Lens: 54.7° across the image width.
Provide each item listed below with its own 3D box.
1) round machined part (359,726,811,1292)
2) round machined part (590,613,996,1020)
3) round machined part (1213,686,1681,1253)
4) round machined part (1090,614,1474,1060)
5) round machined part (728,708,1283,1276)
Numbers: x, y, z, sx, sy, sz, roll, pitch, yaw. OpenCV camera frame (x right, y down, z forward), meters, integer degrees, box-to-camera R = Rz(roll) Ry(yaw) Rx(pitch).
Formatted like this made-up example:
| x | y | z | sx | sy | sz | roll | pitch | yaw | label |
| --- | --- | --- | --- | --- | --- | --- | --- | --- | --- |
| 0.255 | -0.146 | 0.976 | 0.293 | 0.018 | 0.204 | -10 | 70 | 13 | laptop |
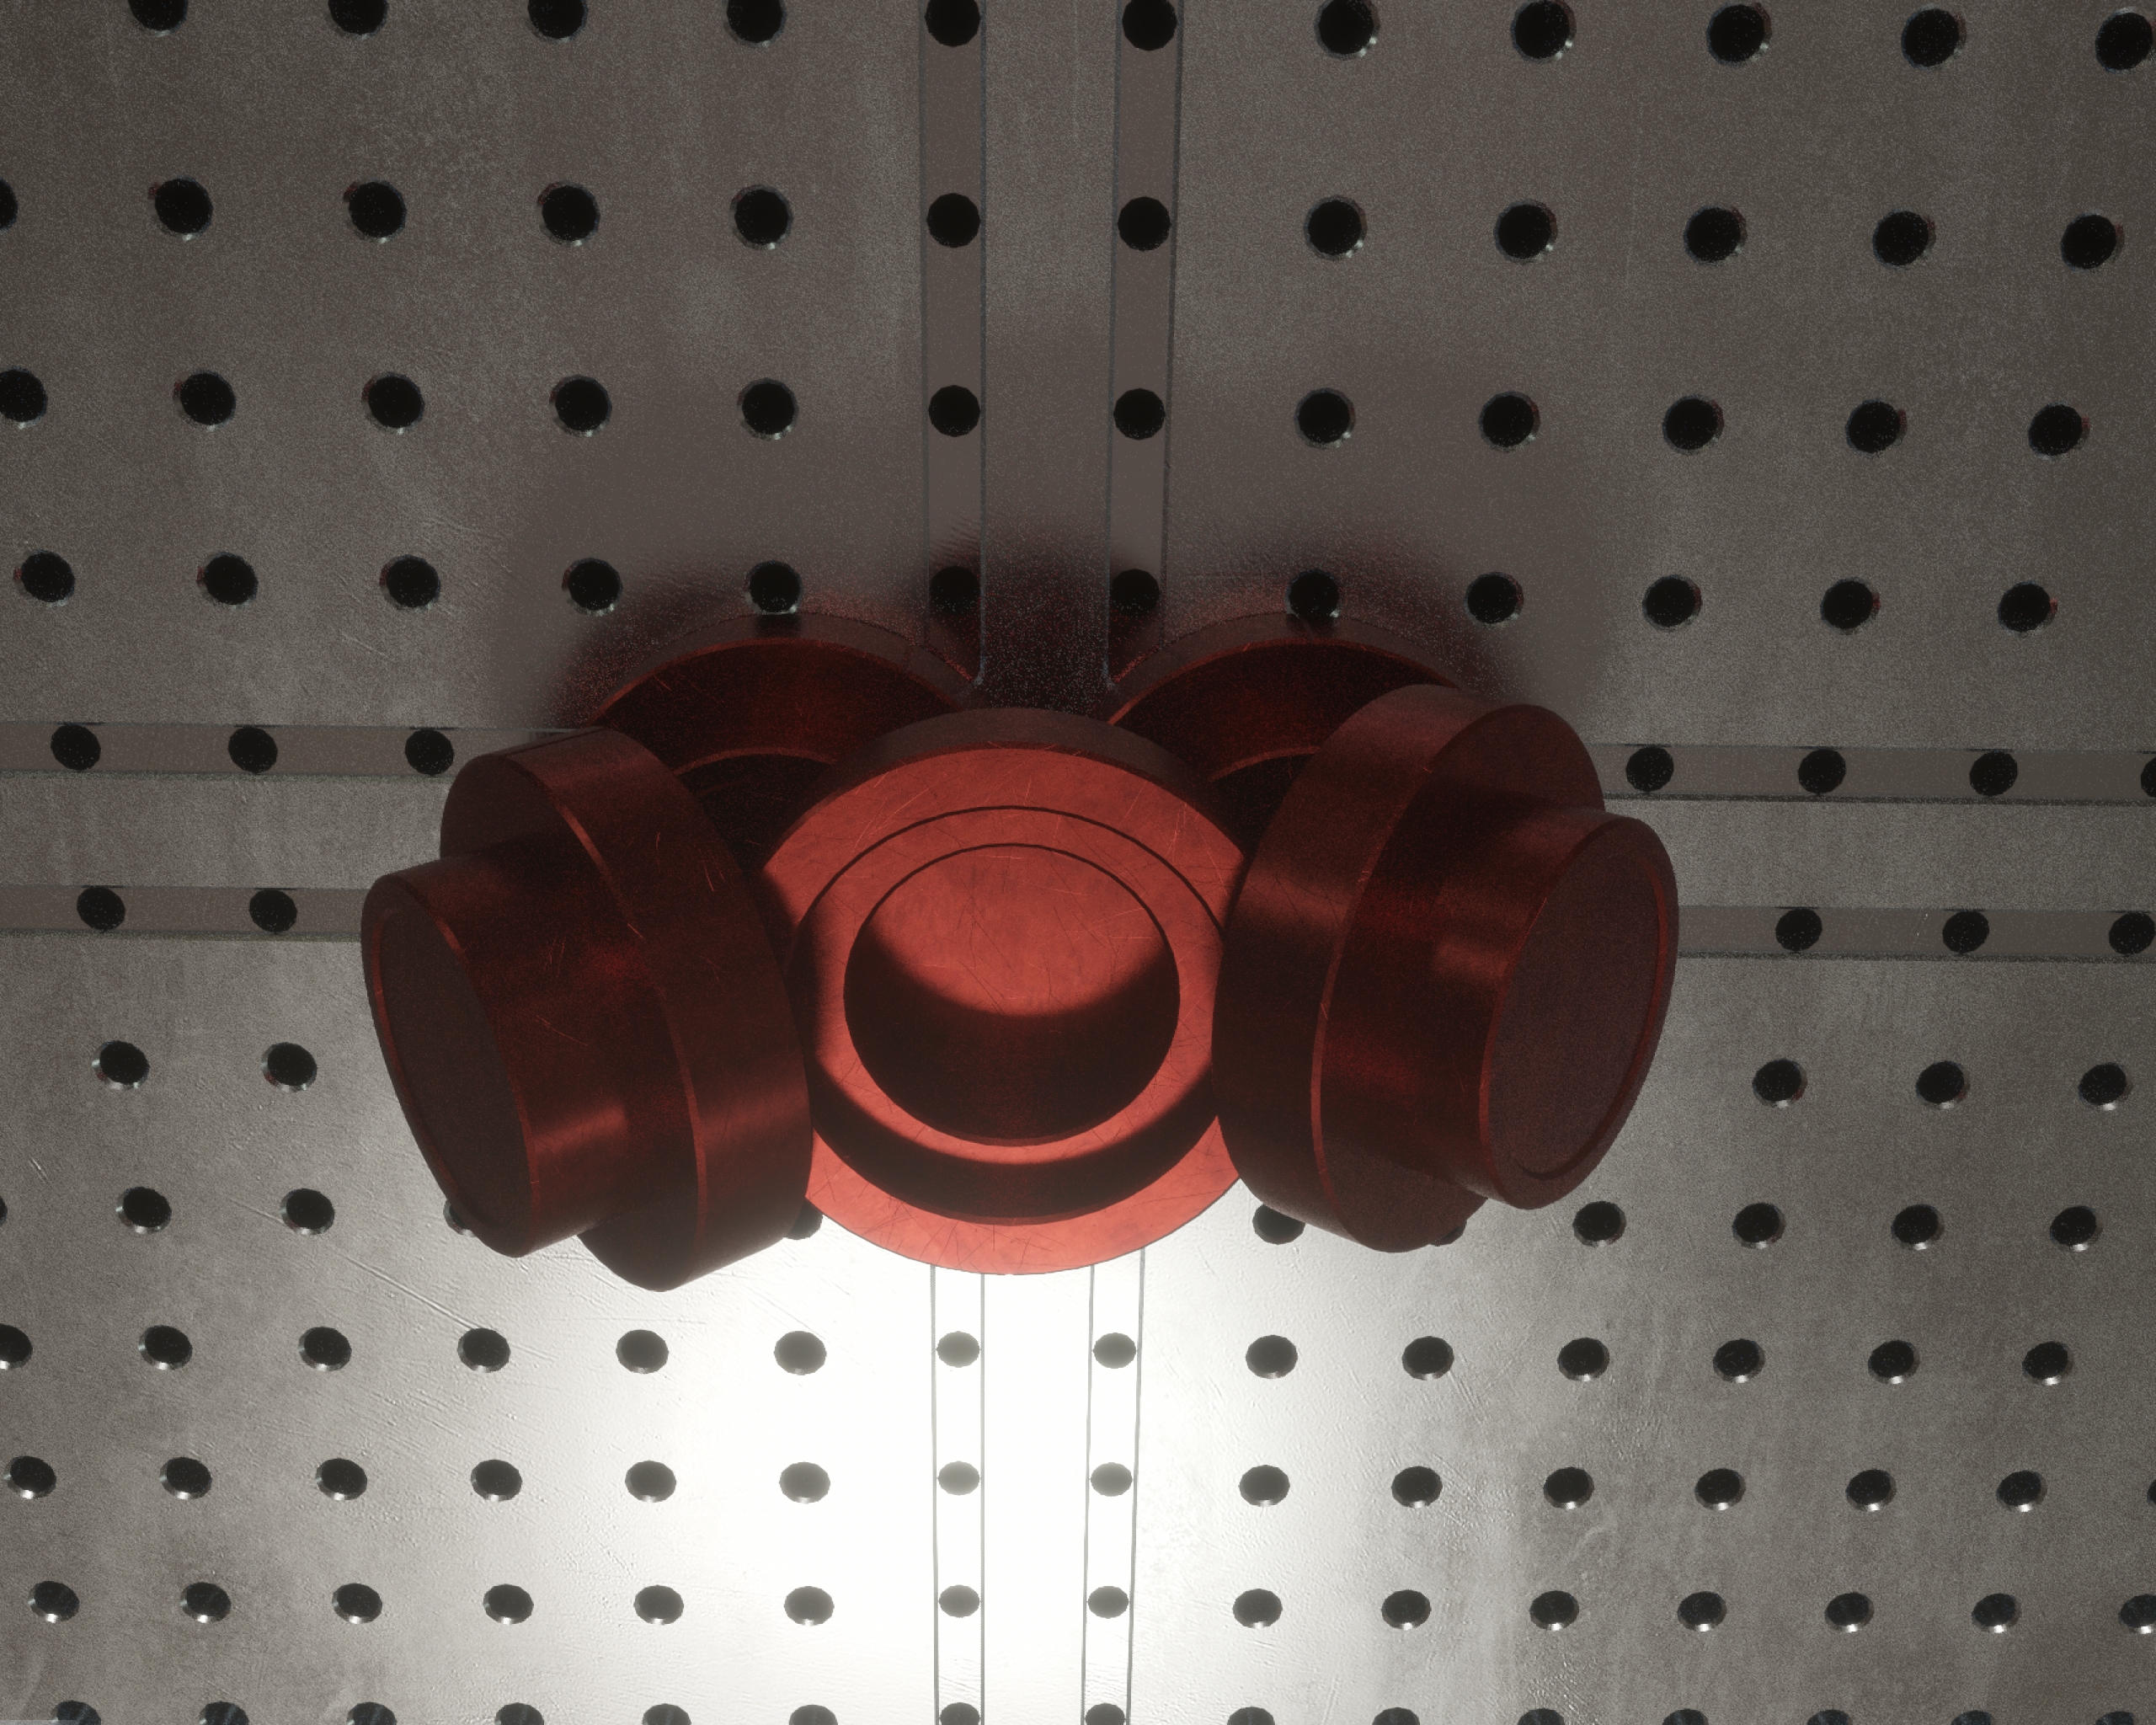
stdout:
| x | y | z | sx | sy | sz | roll | pitch | yaw | label |
| --- | --- | --- | --- | --- | --- | --- | --- | --- | --- |
| -0.090 | 0.029 | 0.359 | 0.042 | 0.098 | 0.097 | -20 | 115 | -33 | round machined part |
| -0.056 | 0.004 | 0.405 | 0.099 | 0.042 | 0.097 | 0 | 110 | -1 | round machined part |
| 0.069 | 0.021 | 0.359 | 0.042 | 0.099 | 0.097 | 17 | 116 | 37 | round machined part |
| 0.043 | 0.004 | 0.406 | 0.099 | 0.042 | 0.097 | 0 | 110 | -1 | round machined part |
| -0.011 | 0.019 | 0.365 | 0.099 | 0.042 | 0.097 | 0 | 110 | -1 | round machined part |
